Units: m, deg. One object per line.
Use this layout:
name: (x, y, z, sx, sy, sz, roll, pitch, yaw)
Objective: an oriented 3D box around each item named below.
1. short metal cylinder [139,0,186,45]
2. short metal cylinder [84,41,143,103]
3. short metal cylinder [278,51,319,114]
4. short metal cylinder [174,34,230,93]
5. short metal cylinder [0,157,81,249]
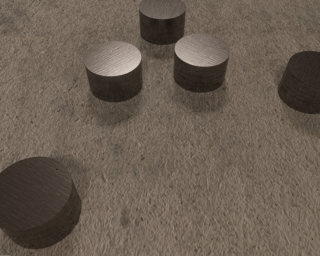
short metal cylinder: (0.004, -0.192, 0.548, 0.081, 0.050, 0.080, 0, 50, 0)
short metal cylinder: (-0.067, -0.084, 0.456, 0.081, 0.050, 0.080, 0, 50, 0)
short metal cylinder: (0.218, -0.066, 0.445, 0.081, 0.050, 0.080, 0, 50, 0)
short metal cylinder: (0.062, -0.099, 0.471, 0.081, 0.050, 0.080, 0, 50, 0)
short metal cylinder: (-0.127, 0.077, 0.321, 0.081, 0.050, 0.080, 0, 50, 0)
